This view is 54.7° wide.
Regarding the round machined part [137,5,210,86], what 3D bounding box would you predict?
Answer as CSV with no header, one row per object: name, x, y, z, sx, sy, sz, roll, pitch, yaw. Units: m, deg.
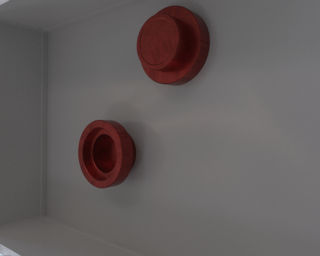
round machined part,0.009,-0.104,0.388,0.098,0.042,0.097,0,90,40

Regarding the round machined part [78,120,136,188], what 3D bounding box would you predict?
round machined part,-0.074,0.037,0.457,0.098,0.042,0.097,0,90,40
